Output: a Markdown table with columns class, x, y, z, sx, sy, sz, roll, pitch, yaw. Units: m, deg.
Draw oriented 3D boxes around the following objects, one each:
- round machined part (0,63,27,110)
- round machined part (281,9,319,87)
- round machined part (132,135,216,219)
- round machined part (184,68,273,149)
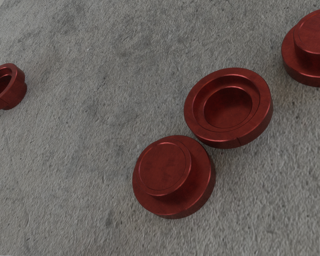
| class | x | y | z | sx | sy | sz | roll | pitch | yaw |
| --- | --- | --- | --- | --- | --- | --- | --- | --- | --- |
| round machined part | -0.297 | -0.073 | 0.594 | 0.098 | 0.042 | 0.098 | -13 | 56 | 21 |
| round machined part | 0.191 | -0.098 | 0.353 | 0.098 | 0.042 | 0.098 | -13 | 56 | 21 |
| round machined part | 0.010 | 0.051 | 0.356 | 0.098 | 0.042 | 0.098 | -13 | 56 | 21 |
| round machined part | 0.081 | -0.019 | 0.362 | 0.098 | 0.042 | 0.098 | -13 | 56 | 21 |
